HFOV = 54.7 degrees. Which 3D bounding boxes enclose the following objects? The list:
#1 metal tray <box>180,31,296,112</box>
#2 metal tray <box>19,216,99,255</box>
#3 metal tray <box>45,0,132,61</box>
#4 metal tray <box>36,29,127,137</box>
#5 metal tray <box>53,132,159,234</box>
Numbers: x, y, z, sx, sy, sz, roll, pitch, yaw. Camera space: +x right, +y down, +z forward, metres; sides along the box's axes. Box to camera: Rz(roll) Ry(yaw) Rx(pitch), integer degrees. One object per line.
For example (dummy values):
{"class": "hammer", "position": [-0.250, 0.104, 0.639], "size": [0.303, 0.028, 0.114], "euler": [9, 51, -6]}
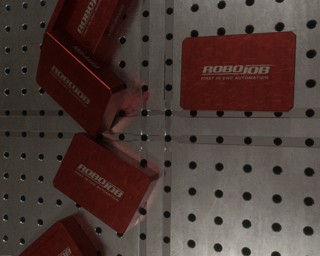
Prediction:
{"class": "metal tray", "position": [0.093, -0.065, 0.377], "size": [0.130, 0.030, 0.089], "euler": [2, 91, 19]}
{"class": "metal tray", "position": [-0.159, 0.207, 0.464], "size": [0.130, 0.030, 0.090], "euler": [-42, 77, 14]}
{"class": "metal tray", "position": [-0.099, -0.170, 0.443], "size": [0.090, 0.030, 0.129], "euler": [31, 100, 17]}
{"class": "metal tray", "position": [-0.113, -0.062, 0.427], "size": [0.130, 0.030, 0.089], "euler": [42, 131, 14]}
{"class": "metal tray", "position": [-0.079, 0.074, 0.436], "size": [0.130, 0.030, 0.090], "euler": [29, 99, 17]}
